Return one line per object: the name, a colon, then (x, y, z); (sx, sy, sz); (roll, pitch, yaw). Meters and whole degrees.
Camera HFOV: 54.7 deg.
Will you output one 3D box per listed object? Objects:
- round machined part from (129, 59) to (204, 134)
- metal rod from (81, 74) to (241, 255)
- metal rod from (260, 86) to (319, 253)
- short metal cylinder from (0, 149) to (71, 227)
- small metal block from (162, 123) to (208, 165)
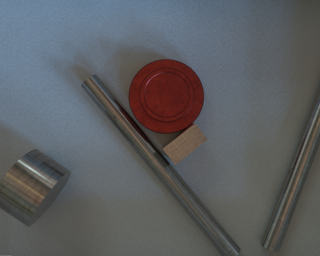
round machined part: (0.009, -0.041, 0.403); (0.099, 0.042, 0.097); (0, 90, -1)
metal rod: (0.001, 0.052, 0.411); (0.025, 0.025, 0.300); (-40, 91, 0)
metal rod: (0.199, 0.021, 0.414); (0.025, 0.025, 0.299); (21, 90, -1)
short metal cylinder: (-0.156, 0.073, 0.382); (0.050, 0.080, 0.080); (34, 90, -1)
small metal block: (0.030, 0.019, 0.399); (0.050, 0.050, 0.025); (-38, 91, 0)
